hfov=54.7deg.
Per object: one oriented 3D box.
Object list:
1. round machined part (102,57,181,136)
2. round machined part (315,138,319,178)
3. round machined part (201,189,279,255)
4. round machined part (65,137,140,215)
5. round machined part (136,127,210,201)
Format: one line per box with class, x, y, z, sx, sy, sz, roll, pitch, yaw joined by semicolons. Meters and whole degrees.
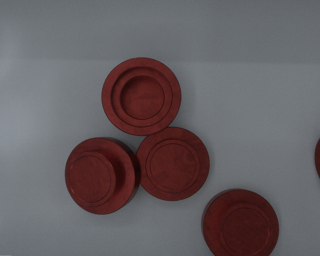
round machined part;-0.023;-0.038;0.401;0.099;0.042;0.097;0;88;1
round machined part;0.244;0.044;0.381;0.042;0.098;0.097;-8;90;-16
round machined part;0.105;0.129;0.399;0.099;0.042;0.097;0;83;-1
round machined part;-0.078;0.060;0.388;0.098;0.042;0.097;0;91;17
round machined part;0.016;0.047;0.403;0.099;0.042;0.097;0;90;-1
